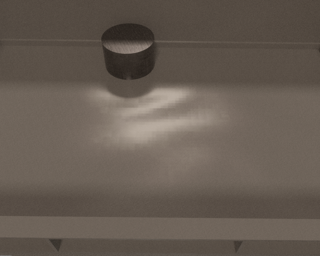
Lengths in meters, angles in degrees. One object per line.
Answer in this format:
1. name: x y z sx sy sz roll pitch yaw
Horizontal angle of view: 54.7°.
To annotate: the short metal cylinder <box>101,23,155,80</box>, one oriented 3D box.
1. short metal cylinder: -0.049 -0.122 0.490 0.081 0.050 0.080 0 50 0
